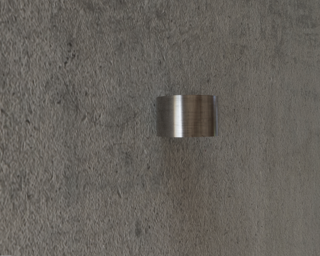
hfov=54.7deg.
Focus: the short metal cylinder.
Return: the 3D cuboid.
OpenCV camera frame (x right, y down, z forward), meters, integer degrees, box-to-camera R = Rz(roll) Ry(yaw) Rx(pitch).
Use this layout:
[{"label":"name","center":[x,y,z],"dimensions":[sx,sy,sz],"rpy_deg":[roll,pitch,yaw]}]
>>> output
[{"label":"short metal cylinder","center":[0.036,-0.015,0.403],"dimensions":[0.081,0.080,0.050],"rpy_deg":[-1,91,-40]}]
